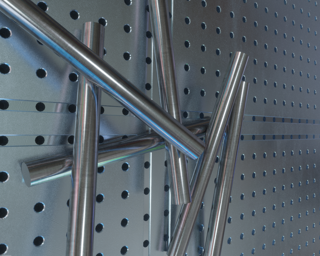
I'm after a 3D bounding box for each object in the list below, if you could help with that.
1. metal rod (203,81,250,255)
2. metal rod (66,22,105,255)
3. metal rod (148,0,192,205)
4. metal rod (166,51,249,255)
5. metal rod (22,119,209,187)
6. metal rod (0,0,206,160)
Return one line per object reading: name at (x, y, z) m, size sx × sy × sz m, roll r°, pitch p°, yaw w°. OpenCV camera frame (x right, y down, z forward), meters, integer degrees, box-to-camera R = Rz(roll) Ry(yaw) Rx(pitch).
metal rod at (0.097, 0.079, 0.468) m, size 0.025 × 0.025 × 0.298 m, roll 9°, pitch 91°, yaw -40°
metal rod at (-0.075, 0.033, 0.311) m, size 0.025 × 0.025 × 0.299 m, roll 12°, pitch 72°, yaw -39°
metal rod at (0.010, -0.056, 0.393) m, size 0.025 × 0.025 × 0.299 m, roll -4°, pitch 86°, yaw -40°
metal rod at (0.069, 0.036, 0.437) m, size 0.025 × 0.025 × 0.299 m, roll 22°, pitch 85°, yaw -38°
metal rod at (-0.015, 0.019, 0.395) m, size 0.302 × 0.025 × 0.025 m, roll -13°, pitch 98°, yaw -39°
metal rod at (-0.069, -0.062, 0.307) m, size 0.301 × 0.025 × 0.025 m, roll 38°, pitch 66°, yaw -19°
